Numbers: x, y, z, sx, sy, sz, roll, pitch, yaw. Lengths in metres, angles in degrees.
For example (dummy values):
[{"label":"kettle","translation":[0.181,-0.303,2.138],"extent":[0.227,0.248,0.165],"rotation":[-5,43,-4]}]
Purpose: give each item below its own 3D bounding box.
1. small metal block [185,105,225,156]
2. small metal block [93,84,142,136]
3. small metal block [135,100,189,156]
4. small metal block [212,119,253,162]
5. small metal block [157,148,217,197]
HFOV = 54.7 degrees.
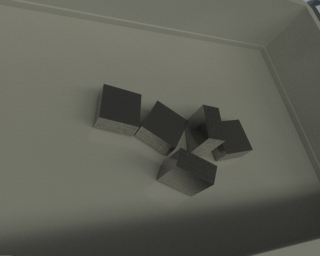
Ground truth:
[{"label":"small metal block","translation":[0.059,0.004,0.418],"extent":[0.025,0.050,0.050],"rotation":[10,58,-24]},{"label":"small metal block","translation":[-0.052,-0.022,0.389],"extent":[0.050,0.025,0.050],"rotation":[14,56,-21]},{"label":"small metal block","translation":[0.003,0.000,0.405],"extent":[0.050,0.025,0.050],"rotation":[34,51,-7]},{"label":"small metal block","translation":[0.098,0.017,0.447],"extent":[0.050,0.025,0.050],"rotation":[-6,65,-31]},{"label":"small metal block","translation":[0.032,0.054,0.372],"extent":[0.050,0.050,0.025],"rotation":[27,53,-12]}]
